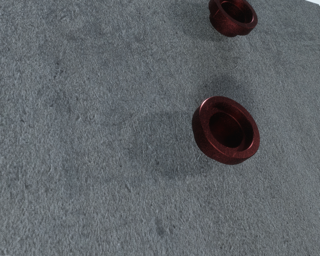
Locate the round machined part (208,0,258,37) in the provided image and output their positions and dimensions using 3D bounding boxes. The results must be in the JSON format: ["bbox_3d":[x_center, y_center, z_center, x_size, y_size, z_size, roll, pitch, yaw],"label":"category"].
[{"bbox_3d":[0.135,-0.215,0.596,0.099,0.042,0.098,14,56,-21],"label":"round machined part"}]

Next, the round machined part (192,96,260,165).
[{"bbox_3d":[0.087,0.007,0.435,0.099,0.042,0.098,14,56,-21],"label":"round machined part"}]
